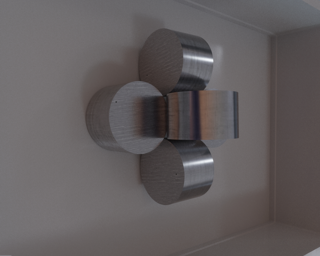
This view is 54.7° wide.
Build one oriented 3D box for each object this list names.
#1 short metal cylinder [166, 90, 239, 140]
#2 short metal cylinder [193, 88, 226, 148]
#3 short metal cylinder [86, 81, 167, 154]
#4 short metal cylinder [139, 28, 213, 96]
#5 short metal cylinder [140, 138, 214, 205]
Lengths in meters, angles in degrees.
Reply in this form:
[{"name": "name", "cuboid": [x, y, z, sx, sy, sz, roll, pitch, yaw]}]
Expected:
[{"name": "short metal cylinder", "cuboid": [0.048, -0.014, 0.351, 0.081, 0.080, 0.050, -2, 91, -40]}, {"name": "short metal cylinder", "cuboid": [0.057, -0.013, 0.435, 0.081, 0.050, 0.080, 0, 90, -40]}, {"name": "short metal cylinder", "cuboid": [-0.037, -0.012, 0.357, 0.081, 0.050, 0.080, 0, 90, -40]}, {"name": "short metal cylinder", "cuboid": [0.018, -0.078, 0.383, 0.050, 0.080, 0.079, -3, 92, -41]}, {"name": "short metal cylinder", "cuboid": [0.020, 0.051, 0.385, 0.050, 0.080, 0.079, -3, 92, -41]}]
